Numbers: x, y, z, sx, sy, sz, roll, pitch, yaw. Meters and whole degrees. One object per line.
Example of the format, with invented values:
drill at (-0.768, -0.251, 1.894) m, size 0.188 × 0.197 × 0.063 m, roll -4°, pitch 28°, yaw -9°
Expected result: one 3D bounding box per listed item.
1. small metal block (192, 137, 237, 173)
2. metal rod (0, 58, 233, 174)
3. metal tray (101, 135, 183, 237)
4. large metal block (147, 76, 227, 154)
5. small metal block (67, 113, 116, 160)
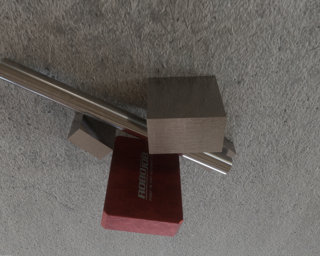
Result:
small metal block at (0.070, 0.030, 0.436) m, size 0.050 × 0.025 × 0.050 m, roll 34°, pitch 122°, yaw -26°
metal rod at (-0.044, -0.009, 0.383) m, size 0.302 × 0.025 × 0.025 m, roll 24°, pitch 126°, yaw -13°
metal tray at (-0.021, 0.069, 0.399) m, size 0.091 × 0.130 × 0.030 m, roll 10°, pitch 129°, yaw -8°
large metal block at (0.027, -0.017, 0.357) m, size 0.081 × 0.080 × 0.050 m, roll -2°, pitch 130°, yaw 1°
small metal block at (-0.085, 0.005, 0.394) m, size 0.050 × 0.050 × 0.025 m, roll 37°, pitch 121°, yaw -27°
